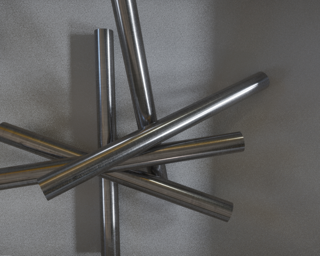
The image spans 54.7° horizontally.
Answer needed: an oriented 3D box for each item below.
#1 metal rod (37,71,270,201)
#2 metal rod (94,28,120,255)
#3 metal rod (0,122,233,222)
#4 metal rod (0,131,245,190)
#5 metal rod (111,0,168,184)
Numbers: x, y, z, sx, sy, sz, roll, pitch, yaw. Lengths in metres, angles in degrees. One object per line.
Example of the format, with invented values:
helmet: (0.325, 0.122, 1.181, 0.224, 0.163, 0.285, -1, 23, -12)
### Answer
metal rod: (0.010, -0.001, 0.360, 0.302, 0.025, 0.025, -26, 90, -21)
metal rod: (-0.070, 0.021, 0.410, 0.025, 0.025, 0.298, -2, 90, 0)
metal rod: (-0.057, 0.054, 0.384, 0.301, 0.025, 0.025, 19, 90, 2)
metal rod: (-0.052, 0.039, 0.361, 0.302, 0.025, 0.025, -9, 90, -4)
metal rod: (-0.024, -0.057, 0.350, 0.025, 0.025, 0.298, -10, 115, 0)
